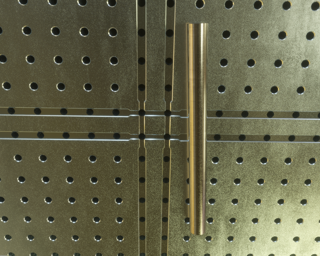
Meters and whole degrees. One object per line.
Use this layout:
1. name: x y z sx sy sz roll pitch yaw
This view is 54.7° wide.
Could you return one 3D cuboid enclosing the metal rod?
1. metal rod: 0.051 0.015 0.419 0.025 0.025 0.298 -2 110 0
